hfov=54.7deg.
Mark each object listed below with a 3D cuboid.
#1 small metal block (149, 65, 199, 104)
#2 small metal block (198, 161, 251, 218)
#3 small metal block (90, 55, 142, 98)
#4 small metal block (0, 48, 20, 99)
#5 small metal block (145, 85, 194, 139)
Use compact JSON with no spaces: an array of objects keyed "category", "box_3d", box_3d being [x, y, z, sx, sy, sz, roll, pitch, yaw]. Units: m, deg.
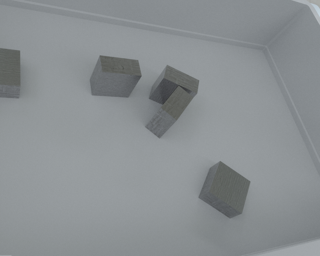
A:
[{"category":"small metal block","box_3d":[0.019,-0.054,0.432,0.050,0.050,0.025,23,53,-15]},{"category":"small metal block","box_3d":[0.085,0.080,0.402,0.050,0.025,0.050,34,51,-6]},{"category":"small metal block","box_3d":[-0.058,-0.064,0.398,0.050,0.050,0.025,1,62,-28]},{"category":"small metal block","box_3d":[-0.184,-0.062,0.344,0.050,0.025,0.050,1,61,-28]},{"category":"small metal block","box_3d":[0.012,-0.021,0.408,0.025,0.050,0.050,39,51,-2]}]
